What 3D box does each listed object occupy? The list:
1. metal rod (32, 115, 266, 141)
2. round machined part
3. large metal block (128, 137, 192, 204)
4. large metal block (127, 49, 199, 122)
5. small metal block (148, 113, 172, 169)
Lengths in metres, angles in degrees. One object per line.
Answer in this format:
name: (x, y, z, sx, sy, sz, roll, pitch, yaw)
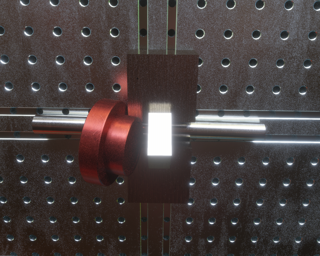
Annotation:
metal rod: (-0.013, 0.000, 0.413, 0.302, 0.025, 0.025, 2, 110, -1)
round machined part: (-0.049, 0.018, 0.350, 0.042, 0.098, 0.097, 9, 111, 12)
large metal block: (-0.001, 0.054, 0.420, 0.081, 0.050, 0.079, 1, 110, -1)
large metal block: (0.003, -0.053, 0.380, 0.081, 0.050, 0.079, 1, 110, -1)
small metal block: (0.000, 0.016, 0.359, 0.025, 0.050, 0.050, 1, 66, 0)
